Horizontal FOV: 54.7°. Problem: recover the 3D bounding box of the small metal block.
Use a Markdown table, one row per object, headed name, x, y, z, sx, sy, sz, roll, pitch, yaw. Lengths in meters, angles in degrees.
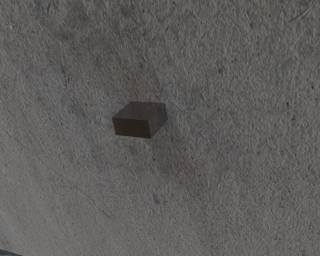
| name | x | y | z | sx | sy | sz | roll | pitch | yaw |
| --- | --- | --- | --- | --- | --- | --- | --- | --- | --- |
| small metal block | -0.025 | -0.012 | 0.396 | 0.050 | 0.050 | 0.025 | 5 | 121 | 25 |
